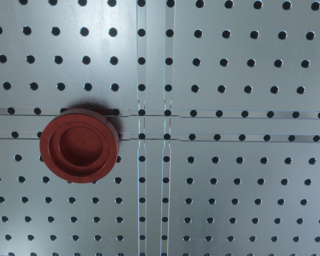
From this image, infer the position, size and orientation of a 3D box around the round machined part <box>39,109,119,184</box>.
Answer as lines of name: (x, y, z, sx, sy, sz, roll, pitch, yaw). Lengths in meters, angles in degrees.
round machined part: (-0.103, 0.021, 0.411, 0.099, 0.042, 0.097, 0, 110, -1)
